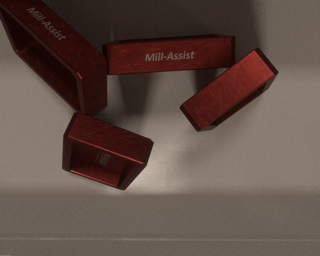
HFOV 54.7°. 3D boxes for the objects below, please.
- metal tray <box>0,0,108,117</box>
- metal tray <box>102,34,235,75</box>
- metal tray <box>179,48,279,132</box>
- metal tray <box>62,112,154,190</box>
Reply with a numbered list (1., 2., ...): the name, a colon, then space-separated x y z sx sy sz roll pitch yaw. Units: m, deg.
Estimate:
1. metal tray: -0.111 -0.076 0.323 0.130 0.090 0.030 42 65 12
2. metal tray: 0.009 -0.084 0.345 0.131 0.090 0.030 -4 108 1
3. metal tray: 0.078 -0.035 0.343 0.090 0.130 0.030 -37 81 12
4. metal tray: -0.069 0.035 0.377 0.090 0.030 0.129 21 152 -8
